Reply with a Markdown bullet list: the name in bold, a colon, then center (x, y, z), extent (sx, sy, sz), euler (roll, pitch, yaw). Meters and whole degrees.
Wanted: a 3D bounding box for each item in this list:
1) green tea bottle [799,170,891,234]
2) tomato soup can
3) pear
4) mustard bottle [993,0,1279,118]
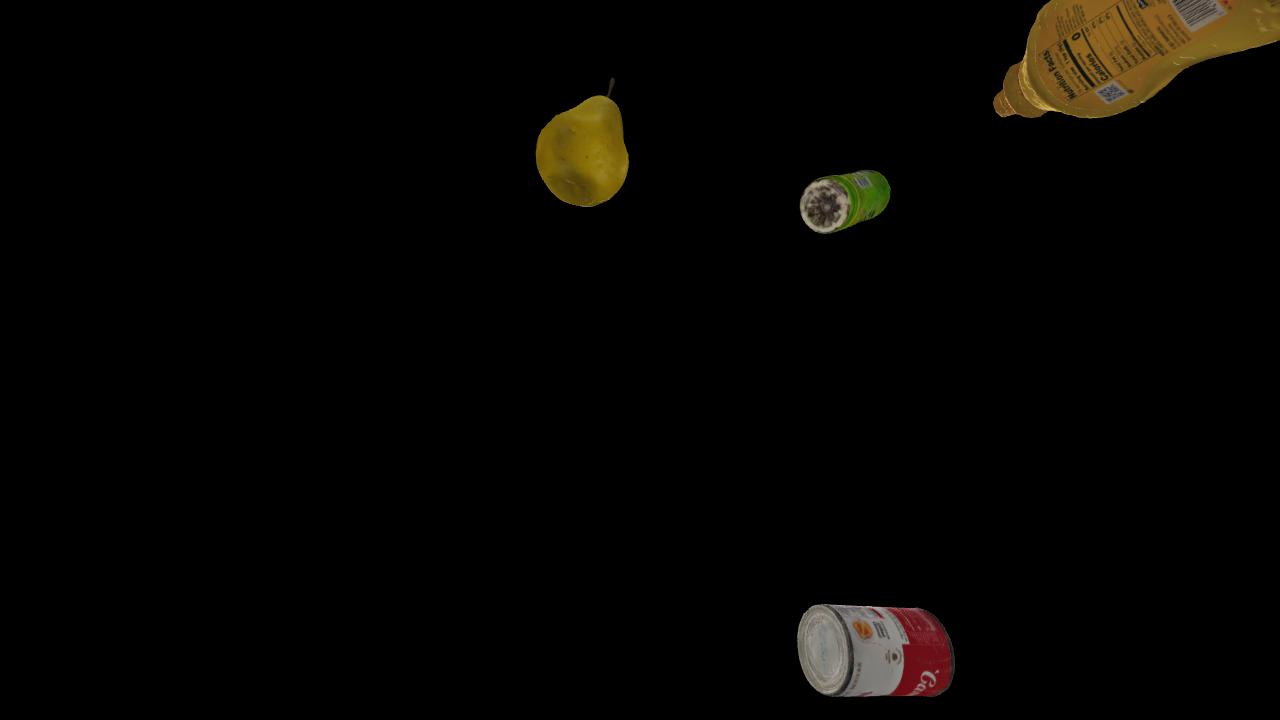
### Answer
- **green tea bottle**: center (0.290, -0.219, 0.829), extent (0.073, 0.073, 0.212), euler (0, 17, 42)
- **tomato soup can**: center (0.187, 0.232, 0.494), extent (0.101, 0.068, 0.068), euler (11, -3, -19)
- **pear**: center (-0.041, -0.187, 0.525), extent (0.080, 0.111, 0.080), euler (20, -25, 10)
- **mustard bottle**: center (0.300, -0.203, 0.385), extent (0.054, 0.092, 0.184), euler (-43, 6, -15)
